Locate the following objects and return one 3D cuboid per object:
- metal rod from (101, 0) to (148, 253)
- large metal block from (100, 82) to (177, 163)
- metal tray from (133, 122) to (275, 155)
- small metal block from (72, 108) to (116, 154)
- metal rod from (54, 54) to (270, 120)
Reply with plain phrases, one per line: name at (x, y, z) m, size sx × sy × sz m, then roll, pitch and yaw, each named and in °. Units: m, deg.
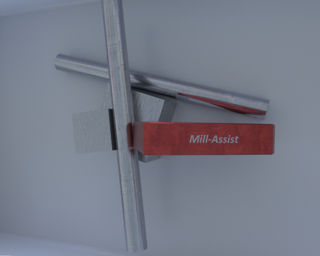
metal rod at (-0.043, -0.006, 0.370) m, size 0.025 × 0.025 × 0.298 m, roll -7°, pitch 88°, yaw 19°
large metal block at (-0.034, -0.008, 0.407) m, size 0.080 × 0.050 × 0.080 m, roll 19°, pitch 96°, yaw 18°
metal tray at (0.041, 0.009, 0.331) m, size 0.131 × 0.090 × 0.030 m, roll 1°, pitch 91°, yaw -12°
small metal block at (-0.078, 0.004, 0.382) m, size 0.050 × 0.025 × 0.050 m, roll -7°, pitch 87°, yaw 19°
metal rod at (-0.011, -0.060, 0.413) m, size 0.301 × 0.025 × 0.025 m, roll 16°, pitch 95°, yaw 18°
